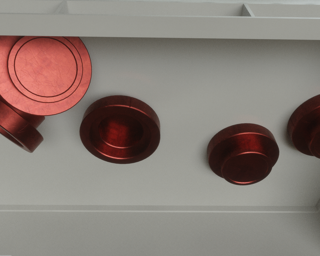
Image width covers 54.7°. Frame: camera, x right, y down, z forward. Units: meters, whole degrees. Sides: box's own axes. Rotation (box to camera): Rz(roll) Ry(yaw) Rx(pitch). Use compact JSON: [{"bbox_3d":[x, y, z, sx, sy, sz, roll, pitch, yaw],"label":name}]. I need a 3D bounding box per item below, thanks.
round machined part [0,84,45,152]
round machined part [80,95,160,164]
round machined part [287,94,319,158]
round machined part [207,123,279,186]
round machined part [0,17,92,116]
[{"bbox_3d":[-0.176,-0.017,0.360,0.098,0.042,0.098,30,158,14],"label":"round machined part"},{"bbox_3d":[-0.049,-0.002,0.395,0.099,0.042,0.097,0,130,0],"label":"round machined part"},{"bbox_3d":[0.223,0.004,0.403,0.099,0.042,0.097,0,130,0],"label":"round machined part"},{"bbox_3d":[0.118,0.044,0.436,0.099,0.042,0.097,0,130,0],"label":"round machined part"},{"bbox_3d":[-0.117,-0.060,0.311,0.099,0.042,0.097,-5,100,-28],"label":"round machined part"}]
